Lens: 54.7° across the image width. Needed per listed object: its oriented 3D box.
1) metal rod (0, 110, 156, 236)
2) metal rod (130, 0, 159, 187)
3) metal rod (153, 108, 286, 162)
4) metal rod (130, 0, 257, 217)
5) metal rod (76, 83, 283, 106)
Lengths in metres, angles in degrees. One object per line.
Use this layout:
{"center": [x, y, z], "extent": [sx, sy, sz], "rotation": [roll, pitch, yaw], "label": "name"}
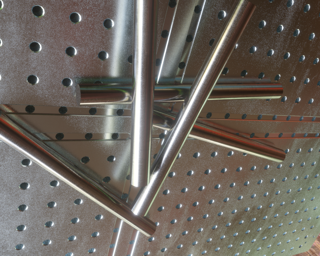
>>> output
{"center": [-0.093, 0.078, 0.409], "extent": [0.025, 0.025, 0.300], "rotation": [-42, 130, 0], "label": "metal rod"}
{"center": [-0.017, -0.071, 0.333], "extent": [0.025, 0.025, 0.298], "rotation": [-7, 114, -25], "label": "metal rod"}
{"center": [0.099, 0.017, 0.477], "extent": [0.302, 0.025, 0.025], "rotation": [16, 110, -35], "label": "metal rod"}
{"center": [0.033, -0.012, 0.389], "extent": [0.025, 0.025, 0.298], "rotation": [14, 111, -34], "label": "metal rod"}
{"center": [0.045, -0.047, 0.408], "extent": [0.303, 0.025, 0.025], "rotation": [-4, 121, -27], "label": "metal rod"}
